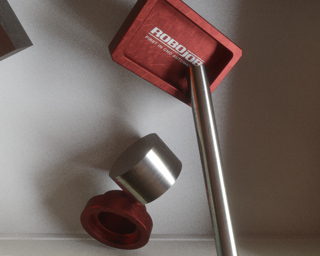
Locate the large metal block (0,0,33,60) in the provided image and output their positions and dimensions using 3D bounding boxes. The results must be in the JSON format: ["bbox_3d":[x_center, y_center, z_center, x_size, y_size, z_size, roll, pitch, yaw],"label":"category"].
[{"bbox_3d":[-0.210,-0.113,0.353,0.080,0.050,0.080,-23,109,8],"label":"large metal block"}]

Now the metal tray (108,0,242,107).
[{"bbox_3d":[0.019,-0.088,0.355,0.131,0.030,0.090,27,109,-29],"label":"metal tray"}]

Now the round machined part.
[{"bbox_3d":[-0.057,0.125,0.436,0.098,0.042,0.097,8,129,10],"label":"round machined part"}]

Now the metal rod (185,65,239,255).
[{"bbox_3d":[0.067,0.076,0.364,0.025,0.025,0.298,-10,90,3],"label":"metal rod"}]

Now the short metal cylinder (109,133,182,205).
[{"bbox_3d":[-0.019,0.052,0.401,0.080,0.080,0.050,-37,106,12],"label":"short metal cylinder"}]
